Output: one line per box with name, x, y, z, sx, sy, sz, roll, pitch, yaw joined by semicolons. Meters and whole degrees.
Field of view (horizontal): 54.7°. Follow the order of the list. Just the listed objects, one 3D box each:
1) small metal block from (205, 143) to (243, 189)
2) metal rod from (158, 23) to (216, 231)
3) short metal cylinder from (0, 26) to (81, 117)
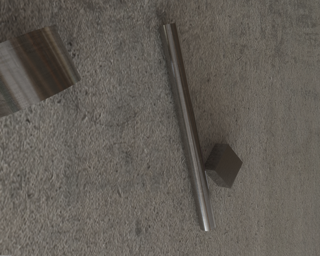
small metal block;0.100;0.060;0.492;0.050;0.025;0.050;47;62;-30
metal rod;0.042;0.006;0.441;0.025;0.025;0.298;-21;103;-38
short metal cylinder;-0.118;-0.050;0.271;0.080;0.080;0.050;-37;113;-34
